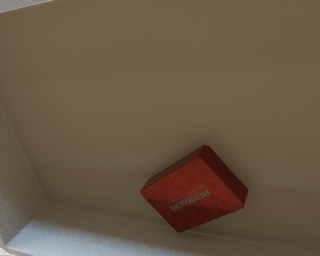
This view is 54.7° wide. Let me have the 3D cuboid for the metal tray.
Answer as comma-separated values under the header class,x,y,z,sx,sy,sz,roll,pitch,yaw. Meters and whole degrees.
class,x,y,z,sx,sy,sz,roll,pitch,yaw
metal tray,0.044,0.091,0.437,0.090,0.030,0.129,48,128,-6
